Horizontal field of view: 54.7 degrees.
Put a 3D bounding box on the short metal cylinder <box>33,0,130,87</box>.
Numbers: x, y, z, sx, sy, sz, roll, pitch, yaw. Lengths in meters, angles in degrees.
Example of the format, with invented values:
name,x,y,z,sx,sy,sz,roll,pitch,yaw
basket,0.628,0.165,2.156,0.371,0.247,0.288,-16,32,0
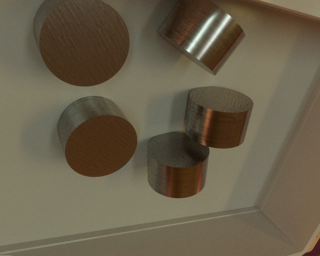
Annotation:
name,x,y,z,sx,sy,sz,roll,pitch,yaw
short metal cylinder,-0.076,-0.086,0.297,0.081,0.050,0.079,-14,124,-21

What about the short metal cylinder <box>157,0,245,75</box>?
name,x,y,z,sx,sy,sz,roll,pitch,yaw
short metal cylinder,0.043,-0.101,0.334,0.080,0.080,0.050,29,102,-38

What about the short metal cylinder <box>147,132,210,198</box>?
name,x,y,z,sx,sy,sz,roll,pitch,yaw
short metal cylinder,0.023,0.048,0.415,0.081,0.080,0.050,-12,124,-22

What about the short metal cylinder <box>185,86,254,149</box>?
name,x,y,z,sx,sy,sz,roll,pitch,yaw
short metal cylinder,0.076,-0.016,0.404,0.081,0.080,0.050,-9,122,-24

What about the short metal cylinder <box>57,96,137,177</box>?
name,x,y,z,sx,sy,sz,roll,pitch,yaw
short metal cylinder,-0.073,0.009,0.358,0.081,0.050,0.079,-14,124,-21
